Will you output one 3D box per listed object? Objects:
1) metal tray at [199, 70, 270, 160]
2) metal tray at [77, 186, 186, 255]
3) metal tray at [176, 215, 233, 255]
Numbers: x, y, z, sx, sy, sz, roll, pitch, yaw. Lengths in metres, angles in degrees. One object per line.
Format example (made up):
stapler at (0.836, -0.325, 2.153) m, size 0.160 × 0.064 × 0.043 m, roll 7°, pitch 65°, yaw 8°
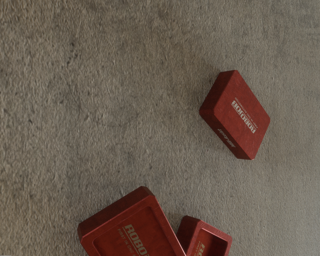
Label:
metal tray at (0.127, -0.019, 0.507) m, size 0.130 × 0.030 × 0.090 m, roll 45°, pitch 63°, yaw -31°
metal tray at (-0.025, 0.145, 0.360) m, size 0.090 × 0.030 × 0.129 m, roll -30°, pitch 110°, yaw -14°
metal tray at (0.049, 0.203, 0.442) m, size 0.090 × 0.030 × 0.130 m, roll 37°, pitch 67°, yaw -34°
